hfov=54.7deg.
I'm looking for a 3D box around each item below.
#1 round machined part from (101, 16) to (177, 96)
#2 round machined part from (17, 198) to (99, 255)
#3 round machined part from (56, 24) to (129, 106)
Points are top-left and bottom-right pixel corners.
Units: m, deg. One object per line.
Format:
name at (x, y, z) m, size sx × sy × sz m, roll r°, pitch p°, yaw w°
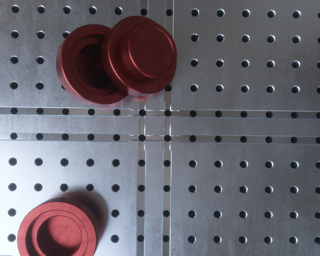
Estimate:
round machined part at (-0.018, -0.091, 0.382) m, size 0.099 × 0.042 × 0.097 m, roll 3°, pitch 84°, yaw -33°
round machined part at (-0.128, 0.139, 0.403) m, size 0.099 × 0.042 × 0.097 m, roll 0°, pitch 90°, yaw -1°
round machined part at (-0.081, -0.075, 0.389) m, size 0.099 × 0.042 × 0.097 m, roll 3°, pitch 84°, yaw -33°
